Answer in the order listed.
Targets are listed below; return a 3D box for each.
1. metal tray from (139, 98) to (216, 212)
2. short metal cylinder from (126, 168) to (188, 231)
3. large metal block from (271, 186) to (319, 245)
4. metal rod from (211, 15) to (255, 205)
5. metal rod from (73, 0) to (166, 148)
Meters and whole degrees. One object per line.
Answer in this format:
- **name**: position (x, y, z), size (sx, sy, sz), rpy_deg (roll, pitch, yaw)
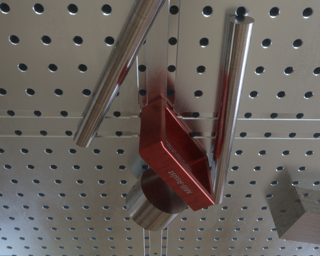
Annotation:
- **metal tray**: position (0.024, 0.036, 0.399), size (0.030, 0.090, 0.130), rpy_deg (-26, 126, 20)
- **short metal cylinder**: position (-0.004, 0.106, 0.466), size (0.080, 0.080, 0.050), rpy_deg (23, 126, -19)
- **large metal block**: position (0.251, 0.150, 0.526), size (0.081, 0.050, 0.079), rpy_deg (12, 129, -10)
- **metal rod**: position (0.088, 0.002, 0.414), size (0.025, 0.025, 0.298), rpy_deg (-1, 130, 1)
- **metal rod**: position (-0.037, -0.084, 0.339), size (0.025, 0.025, 0.298), rpy_deg (22, 127, -18)
